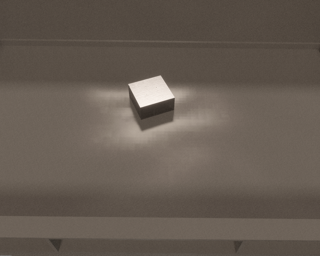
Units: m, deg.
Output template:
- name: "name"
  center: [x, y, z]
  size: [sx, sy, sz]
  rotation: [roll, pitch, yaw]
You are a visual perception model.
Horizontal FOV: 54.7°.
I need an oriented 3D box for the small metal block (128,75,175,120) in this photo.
- name: "small metal block"
  center: [-0.013, -0.044, 0.442]
  size: [0.050, 0.025, 0.050]
  rotation: [-18, 52, -15]
